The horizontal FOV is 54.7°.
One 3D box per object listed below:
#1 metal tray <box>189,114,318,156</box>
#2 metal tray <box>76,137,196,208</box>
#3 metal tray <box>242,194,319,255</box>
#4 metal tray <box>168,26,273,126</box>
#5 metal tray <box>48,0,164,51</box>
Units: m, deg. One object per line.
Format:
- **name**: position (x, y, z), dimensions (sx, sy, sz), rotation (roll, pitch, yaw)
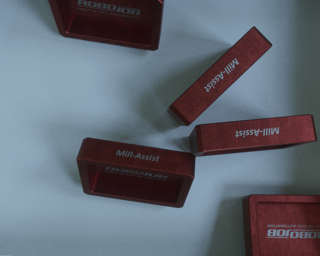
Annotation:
- **metal tray**: position (0.106, 0.012, 0.378), dimensions (0.131, 0.090, 0.030), rotation (-5, 81, -1)
- **metal tray**: position (-0.029, 0.058, 0.379), dimensions (0.131, 0.089, 0.030), rotation (9, 52, -1)
- **metal tray**: position (0.177, 0.133, 0.398), dimensions (0.131, 0.030, 0.090), rotation (1, 72, -1)
- **metal tray**: position (0.067, -0.057, 0.379), dimensions (0.130, 0.090, 0.030), rotation (-44, 91, 0)
- **metal tray**: position (-0.062, -0.142, 0.375), dimensions (0.131, 0.090, 0.030), rotation (9, 66, -1)
